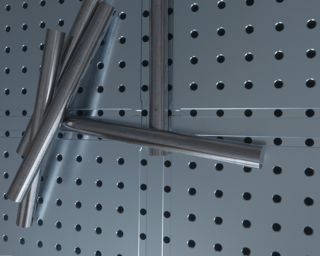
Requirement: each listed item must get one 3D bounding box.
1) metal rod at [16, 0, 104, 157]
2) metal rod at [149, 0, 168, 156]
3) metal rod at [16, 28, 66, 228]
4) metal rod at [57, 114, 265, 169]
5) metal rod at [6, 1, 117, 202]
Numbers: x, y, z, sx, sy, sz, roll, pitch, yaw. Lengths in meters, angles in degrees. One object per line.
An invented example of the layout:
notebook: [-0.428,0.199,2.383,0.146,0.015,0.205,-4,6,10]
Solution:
metal rod: [-0.144,-0.091,0.461,0.025,0.025,0.298,31,100,17]
metal rod: [-0.002,-0.113,0.412,0.025,0.025,0.298,0,90,19]
metal rod: [-0.177,0.008,0.455,0.025,0.025,0.298,18,103,18]
metal rod: [-0.024,0.010,0.394,0.300,0.025,0.025,9,93,28]
metal rod: [-0.138,-0.037,0.434,0.025,0.025,0.299,25,89,18]
